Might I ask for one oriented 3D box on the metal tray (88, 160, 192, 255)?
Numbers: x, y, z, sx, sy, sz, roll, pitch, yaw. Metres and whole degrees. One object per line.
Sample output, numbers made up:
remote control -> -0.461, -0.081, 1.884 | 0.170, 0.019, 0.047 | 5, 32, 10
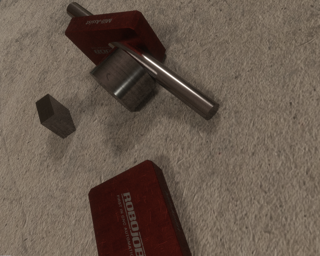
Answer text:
metal tray -> -0.026, 0.111, 0.345 | 0.090, 0.030, 0.130 | -28, 52, 10

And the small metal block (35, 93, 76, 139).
small metal block -> -0.162, -0.018, 0.481 | 0.025, 0.050, 0.050 | -35, 52, 5

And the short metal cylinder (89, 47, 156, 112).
short metal cylinder -> -0.052, -0.067, 0.435 | 0.050, 0.080, 0.080 | -47, 52, -5

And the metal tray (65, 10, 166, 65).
metal tray -> -0.068, -0.132, 0.475 | 0.130, 0.090, 0.030 | 6, 68, 30

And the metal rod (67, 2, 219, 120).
metal rod -> -0.039, -0.107, 0.446 | 0.300, 0.025, 0.025 | 40, 84, 25
